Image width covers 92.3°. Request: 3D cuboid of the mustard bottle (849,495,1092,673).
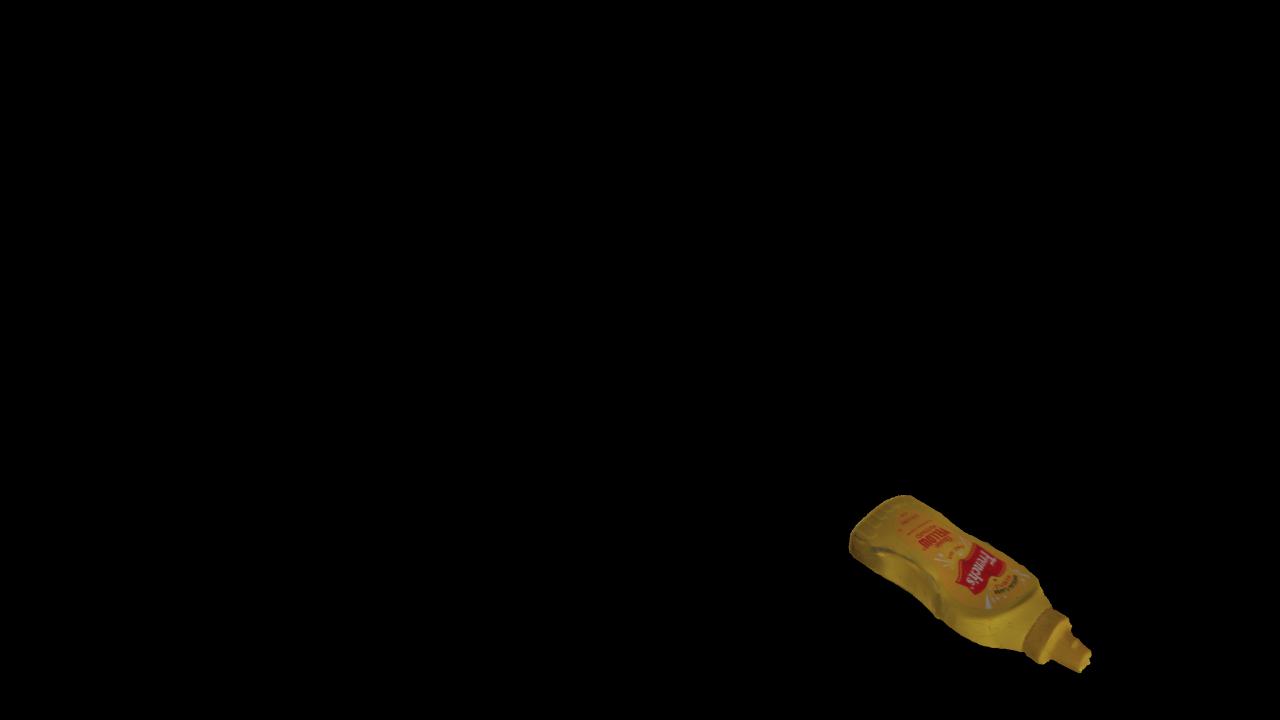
[{"bbox_3d":[0.277,0.188,0.517,0.092,0.054,0.184,-13,29,-31],"label":"mustard bottle"}]
